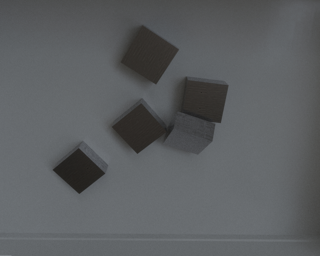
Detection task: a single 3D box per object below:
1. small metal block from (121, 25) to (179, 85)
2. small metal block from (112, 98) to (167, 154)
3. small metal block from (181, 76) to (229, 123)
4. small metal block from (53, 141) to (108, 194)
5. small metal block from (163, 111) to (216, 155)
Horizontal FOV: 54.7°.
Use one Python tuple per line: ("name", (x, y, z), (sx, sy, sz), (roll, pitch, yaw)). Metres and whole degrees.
("small metal block", (-0.012, -0.090, 0.378), (0.050, 0.025, 0.050), (31, 107, -11))
("small metal block", (-0.027, -0.003, 0.410), (0.050, 0.025, 0.050), (-38, 106, 12))
("small metal block", (0.056, -0.037, 0.398), (0.050, 0.025, 0.050), (7, 110, -3))
("small metal block", (-0.109, 0.055, 0.430), (0.050, 0.025, 0.050), (-39, 106, 13))
("small metal block", (0.037, 0.008, 0.400), (0.050, 0.025, 0.050), (18, 153, -7))
